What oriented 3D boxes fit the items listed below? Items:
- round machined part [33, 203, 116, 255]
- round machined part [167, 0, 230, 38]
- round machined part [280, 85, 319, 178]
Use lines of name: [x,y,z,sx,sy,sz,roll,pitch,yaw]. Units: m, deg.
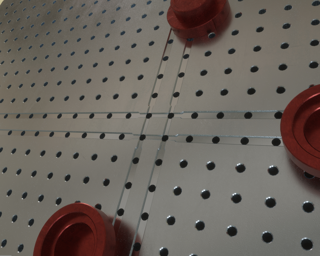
round machined part: [-0.093,0.140,0.359,0.098,0.042,0.098,-13,56,20]
round machined part: [0.055,-0.192,0.485,0.098,0.042,0.098,-13,56,20]
round machined part: [0.173,0.006,0.303,0.098,0.042,0.098,-13,56,20]
